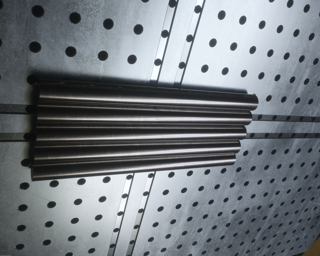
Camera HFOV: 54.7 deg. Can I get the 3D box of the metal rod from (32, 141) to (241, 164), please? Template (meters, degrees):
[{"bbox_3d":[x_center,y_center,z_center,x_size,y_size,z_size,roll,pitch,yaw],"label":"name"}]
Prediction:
[{"bbox_3d":[-0.011,0.028,0.424,0.303,0.025,0.025,0,118,-29],"label":"metal rod"}]

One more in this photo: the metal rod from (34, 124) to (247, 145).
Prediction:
[{"bbox_3d":[-0.005,0.006,0.414,0.303,0.025,0.025,0,118,-29],"label":"metal rod"}]

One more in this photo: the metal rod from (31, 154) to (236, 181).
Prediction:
[{"bbox_3d":[-0.017,0.049,0.434,0.303,0.025,0.025,0,119,-29],"label":"metal rod"}]

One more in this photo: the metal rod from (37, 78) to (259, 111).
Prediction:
[{"bbox_3d":[0.007,-0.039,0.393,0.303,0.025,0.025,0,118,-29],"label":"metal rod"}]

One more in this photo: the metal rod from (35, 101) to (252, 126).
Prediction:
[{"bbox_3d":[0.001,-0.017,0.403,0.303,0.025,0.025,0,118,-29],"label":"metal rod"}]
